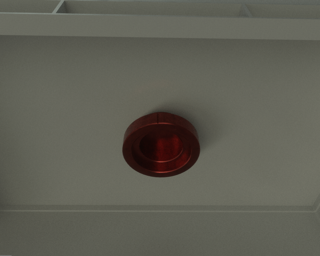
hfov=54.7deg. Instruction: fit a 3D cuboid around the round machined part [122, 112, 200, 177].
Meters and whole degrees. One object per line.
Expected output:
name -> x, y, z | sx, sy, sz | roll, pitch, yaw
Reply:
round machined part -> 0.002, 0.017, 0.408 | 0.099, 0.042, 0.097 | -1, 130, 0
